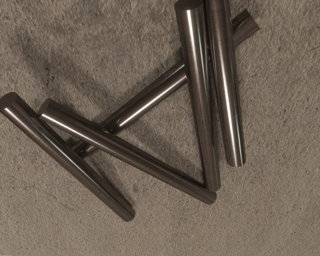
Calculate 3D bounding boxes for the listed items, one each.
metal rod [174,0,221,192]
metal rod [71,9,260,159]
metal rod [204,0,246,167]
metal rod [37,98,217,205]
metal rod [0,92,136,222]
[{"bbox_3d":[0.054,-0.010,0.376,0.025,0.025,0.299,-9,137,7],"label":"metal rod"},{"bbox_3d":[-0.017,-0.034,0.378,0.299,0.025,0.025,-35,122,25],"label":"metal rod"},{"bbox_3d":[0.063,-0.072,0.312,0.025,0.025,0.298,-11,127,9],"label":"metal rod"},{"bbox_3d":[-0.022,0.046,0.421,0.025,0.025,0.301,-37,129,27],"label":"metal rod"},{"bbox_3d":[-0.106,0.061,0.426,0.025,0.025,0.299,-16,138,13],"label":"metal rod"}]
